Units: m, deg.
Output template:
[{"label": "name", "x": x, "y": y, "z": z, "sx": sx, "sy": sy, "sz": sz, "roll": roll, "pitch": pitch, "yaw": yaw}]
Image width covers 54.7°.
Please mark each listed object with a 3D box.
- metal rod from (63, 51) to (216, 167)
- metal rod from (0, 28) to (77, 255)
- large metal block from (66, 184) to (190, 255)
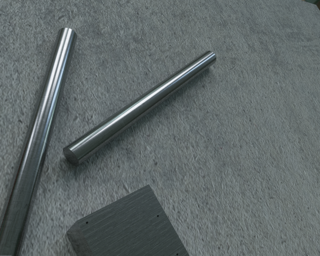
[{"label": "metal rod", "x": -0.006, "y": -0.044, "z": 0.428, "sx": 0.025, "sy": 0.025, "sz": 0.302, "roll": 47, "pitch": 51, "yaw": 4}, {"label": "metal rod", "x": -0.129, "y": 0.002, "z": 0.333, "sx": 0.025, "sy": 0.025, "sz": 0.300, "roll": 16, "pitch": 55, "yaw": -20}, {"label": "large metal block", "x": -0.032, "y": 0.114, "z": 0.302, "sx": 0.081, "sy": 0.050, "sz": 0.080, "roll": -21, "pitch": 73, "yaw": -36}]
